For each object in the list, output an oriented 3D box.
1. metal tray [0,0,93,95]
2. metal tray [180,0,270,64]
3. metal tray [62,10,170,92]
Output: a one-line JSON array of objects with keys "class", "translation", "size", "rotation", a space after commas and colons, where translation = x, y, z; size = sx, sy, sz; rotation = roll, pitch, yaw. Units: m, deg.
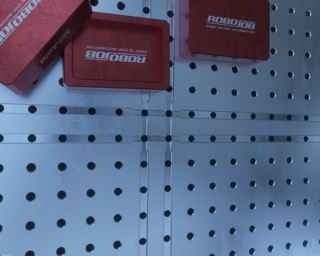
[{"class": "metal tray", "translation": [-0.149, -0.113, 0.336], "size": [0.090, 0.030, 0.130], "rotation": [34, 79, 6]}, {"class": "metal tray", "translation": [0.094, -0.143, 0.444], "size": [0.131, 0.030, 0.090], "rotation": [0, 90, -20]}, {"class": "metal tray", "translation": [-0.053, -0.093, 0.389], "size": [0.131, 0.030, 0.090], "rotation": [0, 90, -20]}]
